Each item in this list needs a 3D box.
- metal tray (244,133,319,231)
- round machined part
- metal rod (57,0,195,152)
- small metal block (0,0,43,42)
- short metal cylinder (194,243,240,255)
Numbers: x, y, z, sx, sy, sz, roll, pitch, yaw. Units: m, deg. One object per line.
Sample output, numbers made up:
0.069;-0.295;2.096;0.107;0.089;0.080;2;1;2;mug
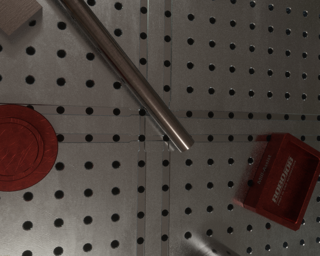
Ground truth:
0.196;0.083;0.484;0.090;0.030;0.130;28;81;-18;metal tray
-0.165;0.022;0.343;0.099;0.042;0.097;0;90;-21;round machined part
-0.054;-0.088;0.393;0.025;0.025;0.300;-43;104;-15;metal rod
-0.171;-0.136;0.349;0.050;0.025;0.050;45;76;-15;small metal block
0.087;0.210;0.433;0.081;0.050;0.079;0;90;-20;short metal cylinder
